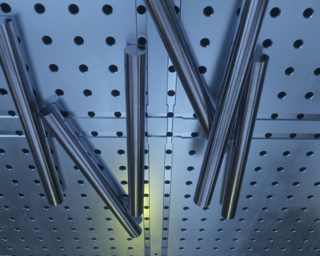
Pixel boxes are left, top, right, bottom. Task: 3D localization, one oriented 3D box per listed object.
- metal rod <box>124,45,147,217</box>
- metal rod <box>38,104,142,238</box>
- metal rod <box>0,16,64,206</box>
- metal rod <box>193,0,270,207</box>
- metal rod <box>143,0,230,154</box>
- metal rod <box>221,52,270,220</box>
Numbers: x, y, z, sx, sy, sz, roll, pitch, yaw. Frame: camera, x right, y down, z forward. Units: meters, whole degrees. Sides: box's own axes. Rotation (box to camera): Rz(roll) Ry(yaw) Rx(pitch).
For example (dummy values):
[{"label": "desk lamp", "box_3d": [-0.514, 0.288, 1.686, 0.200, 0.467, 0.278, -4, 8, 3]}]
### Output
[{"label": "metal rod", "box_3d": [-0.034, 0.028, 0.435, 0.025, 0.025, 0.298, 2, 130, -2]}, {"label": "metal rod", "box_3d": [-0.094, 0.085, 0.482, 0.025, 0.025, 0.299, -15, 129, 12]}, {"label": "metal rod", "box_3d": [-0.168, 0.004, 0.413, 0.025, 0.025, 0.298, 1, 130, -1]}, {"label": "metal rod", "box_3d": [0.079, -0.020, 0.368, 0.025, 0.025, 0.298, 5, 122, -5]}, {"label": "metal rod", "box_3d": [0.026, -0.075, 0.347, 0.025, 0.025, 0.299, -18, 128, 15]}, {"label": "metal rod", "box_3d": [0.114, 0.035, 0.441, 0.025, 0.025, 0.298, -1, 130, 1]}]
